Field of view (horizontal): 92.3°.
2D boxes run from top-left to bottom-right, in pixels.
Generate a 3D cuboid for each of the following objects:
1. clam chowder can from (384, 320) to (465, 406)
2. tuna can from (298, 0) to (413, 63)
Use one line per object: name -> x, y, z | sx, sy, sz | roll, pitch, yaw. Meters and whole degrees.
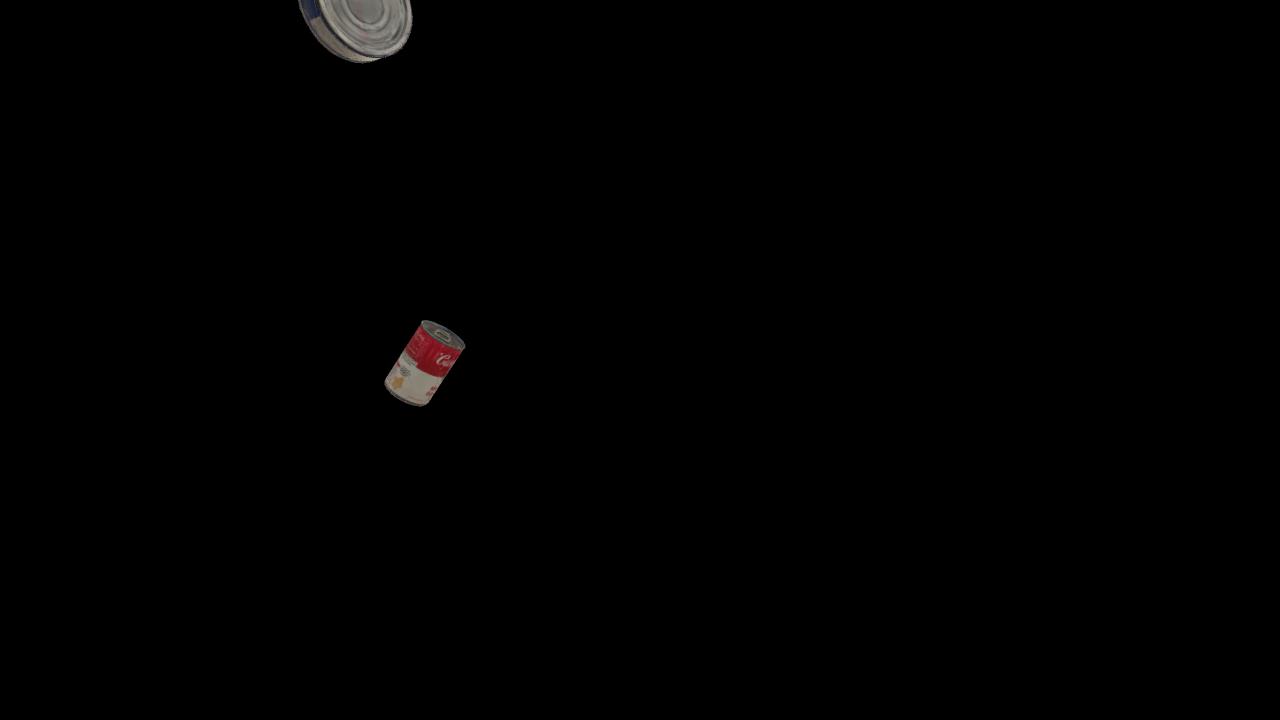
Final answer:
clam chowder can -> -0.298, 0.005, 0.852 | 0.068, 0.102, 0.068 | 35, 8, -6
tuna can -> -0.236, -0.297, 0.515 | 0.034, 0.084, 0.084 | 13, 9, 40
